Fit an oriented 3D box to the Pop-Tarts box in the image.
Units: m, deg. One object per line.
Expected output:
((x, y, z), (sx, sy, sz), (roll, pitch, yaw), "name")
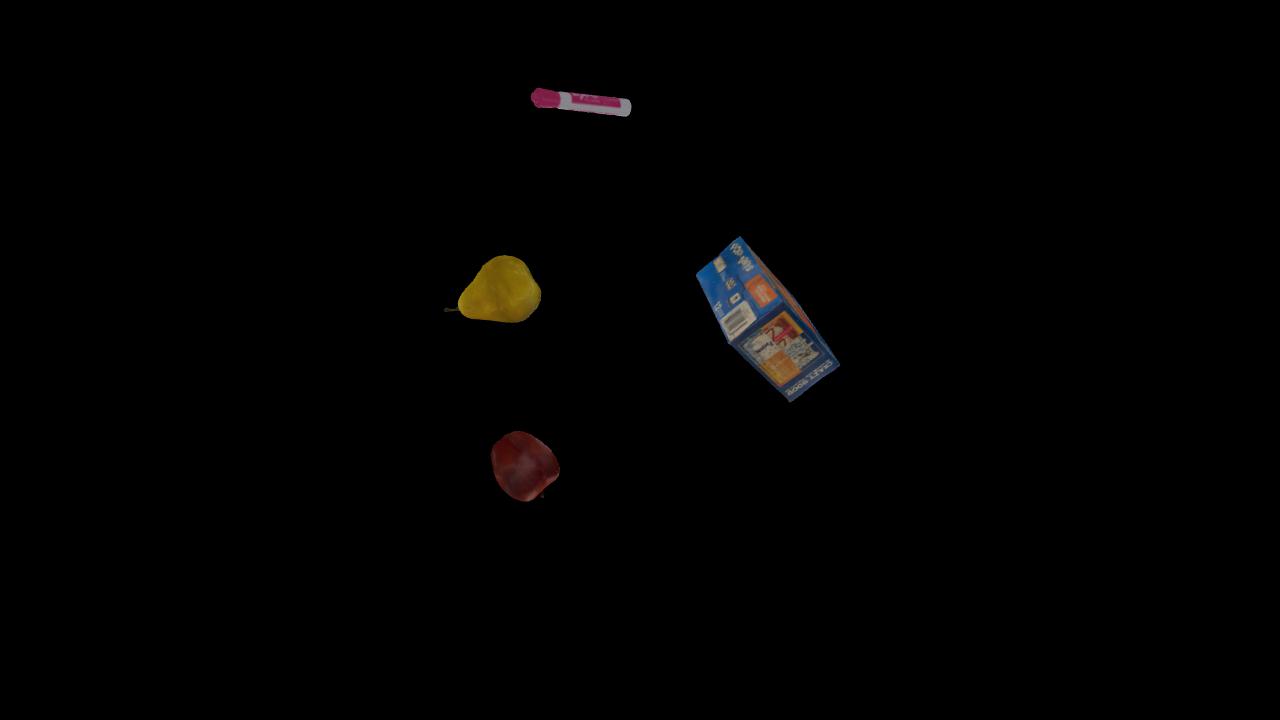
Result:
((0.162, -0.055, 0.796), (0.083, 0.167, 0.141), (-38, -56, 18), "Pop-Tarts box")

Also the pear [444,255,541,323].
((-0.174, -0.071, 0.720), (0.111, 0.080, 0.080), (-31, 1, -2), "pear")

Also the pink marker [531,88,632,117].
((-0.062, -0.276, 0.659), (0.121, 0.020, 0.020), (-11, 7, -38), "pink marker")

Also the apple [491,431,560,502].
((-0.150, 0.138, 0.794), (0.079, 0.093, 0.079), (-38, -5, -4), "apple")
